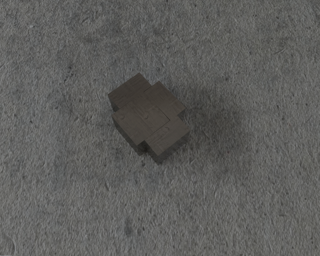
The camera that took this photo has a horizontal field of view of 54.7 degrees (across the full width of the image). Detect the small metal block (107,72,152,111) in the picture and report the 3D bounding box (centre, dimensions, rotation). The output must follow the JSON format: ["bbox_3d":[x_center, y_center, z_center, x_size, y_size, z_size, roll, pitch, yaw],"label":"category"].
[{"bbox_3d":[-0.038,-0.039,0.409,0.050,0.050,0.025,-37,75,-13],"label":"small metal block"}]

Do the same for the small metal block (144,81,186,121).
[{"bbox_3d":[0.006,-0.026,0.405,0.025,0.050,0.050,-39,75,-13],"label":"small metal block"}]

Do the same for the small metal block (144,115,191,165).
[{"bbox_3d":[0.009,0.017,0.389,0.050,0.050,0.025,-37,75,-13],"label":"small metal block"}]

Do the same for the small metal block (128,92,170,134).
[{"bbox_3d":[-0.014,-0.011,0.399,0.025,0.050,0.050,-38,75,-13],"label":"small metal block"}]

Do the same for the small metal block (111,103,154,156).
[{"bbox_3d":[-0.033,0.004,0.394,0.025,0.050,0.050,-38,75,-13],"label":"small metal block"}]
